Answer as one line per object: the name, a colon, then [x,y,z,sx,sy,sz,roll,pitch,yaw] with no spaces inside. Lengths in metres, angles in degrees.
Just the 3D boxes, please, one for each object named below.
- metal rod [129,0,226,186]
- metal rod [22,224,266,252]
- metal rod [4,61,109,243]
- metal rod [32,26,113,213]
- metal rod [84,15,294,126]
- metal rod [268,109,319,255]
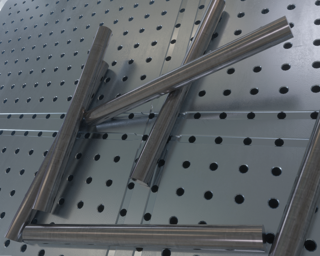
metal rod: [0.032,-0.063,0.431,0.025,0.025,0.300,11,67,33]
metal rod: [-0.038,0.123,0.353,0.300,0.025,0.025,-8,58,24]
metal rod: [-0.149,0.021,0.475,0.025,0.025,0.300,8,65,31]
metal rod: [-0.126,-0.025,0.467,0.025,0.025,0.299,3,67,29]
metal rod: [0.016,-0.061,0.403,0.300,0.025,0.025,-21,53,29]
metal rod: [0.130,0.081,0.290,0.025,0.025,0.300,16,70,34]
